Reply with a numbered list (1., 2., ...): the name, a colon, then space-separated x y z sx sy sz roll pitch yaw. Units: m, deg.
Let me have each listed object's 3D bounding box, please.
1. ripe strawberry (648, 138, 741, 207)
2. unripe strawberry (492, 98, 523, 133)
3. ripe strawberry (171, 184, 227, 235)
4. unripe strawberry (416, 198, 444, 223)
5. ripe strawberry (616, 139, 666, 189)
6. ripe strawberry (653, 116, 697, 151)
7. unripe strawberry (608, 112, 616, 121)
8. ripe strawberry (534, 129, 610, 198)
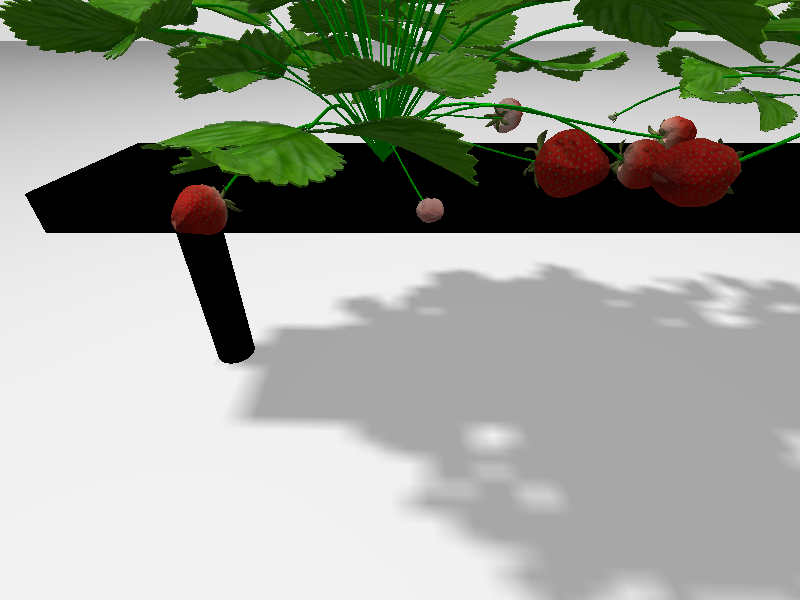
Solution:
1. ripe strawberry: 0.174 -0.076 0.243 0.041 0.041 0.045 -13 37 -18
2. unripe strawberry: 0.115 -0.195 0.423 0.033 0.034 0.030 -25 42 -32
3. ripe strawberry: -0.109 -0.047 0.215 0.027 0.028 0.029 20 46 26
4. unripe strawberry: 0.018 -0.051 0.230 0.016 0.014 0.015 -8 36 -11
5. ripe strawberry: 0.168 -0.091 0.273 0.033 0.033 0.036 18 38 14
6. ripe strawberry: 0.238 -0.141 0.345 0.031 0.033 0.029 -1 34 -3
7. unripe strawberry: 0.263 -0.227 0.495 0.011 0.010 0.010 -27 42 -34
8. ripe strawberry: 0.110 -0.086 0.256 0.043 0.043 0.047 23 40 28
